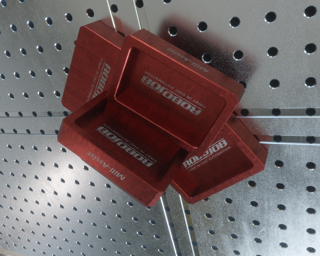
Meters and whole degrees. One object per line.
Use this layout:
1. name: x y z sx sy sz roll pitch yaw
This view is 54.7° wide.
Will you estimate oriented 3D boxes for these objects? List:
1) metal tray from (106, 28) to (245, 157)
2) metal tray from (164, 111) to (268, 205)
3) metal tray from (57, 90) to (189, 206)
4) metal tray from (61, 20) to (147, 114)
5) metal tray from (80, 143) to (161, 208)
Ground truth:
1. metal tray: 0.012 -0.037 0.338 0.130 0.030 0.089 31 128 7
2. metal tray: 0.057 0.038 0.398 0.090 0.030 0.129 47 129 -6
3. metal tray: -0.038 0.018 0.359 0.130 0.090 0.030 35 129 4
4. metal tray: -0.073 -0.060 0.407 0.090 0.030 0.129 33 129 5
5. metal tray: -0.056 0.058 0.447 0.130 0.030 0.090 36 154 3
